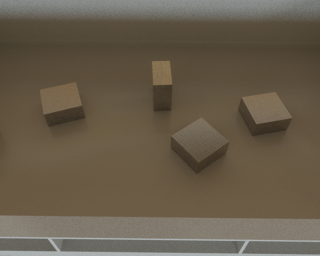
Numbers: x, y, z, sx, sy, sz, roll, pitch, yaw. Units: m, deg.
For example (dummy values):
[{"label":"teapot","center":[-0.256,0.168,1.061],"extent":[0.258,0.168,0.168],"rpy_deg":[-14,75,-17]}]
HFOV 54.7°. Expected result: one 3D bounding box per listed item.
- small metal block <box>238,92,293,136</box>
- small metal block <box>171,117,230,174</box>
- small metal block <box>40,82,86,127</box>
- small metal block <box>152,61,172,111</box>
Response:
[{"label":"small metal block","center":[0.142,-0.020,0.422],"extent":[0.050,0.025,0.050],"rpy_deg":[-9,51,-8]},{"label":"small metal block","center":[0.049,0.021,0.388],"extent":[0.050,0.025,0.050],"rpy_deg":[-31,57,-23]},{"label":"small metal block","center":[-0.136,-0.034,0.432],"extent":[0.050,0.025,0.050],"rpy_deg":[-15,52,-12]},{"label":"small metal block","center":[0.002,-0.059,0.439],"extent":[0.025,0.050,0.050],"rpy_deg":[-2,50,-2]}]
